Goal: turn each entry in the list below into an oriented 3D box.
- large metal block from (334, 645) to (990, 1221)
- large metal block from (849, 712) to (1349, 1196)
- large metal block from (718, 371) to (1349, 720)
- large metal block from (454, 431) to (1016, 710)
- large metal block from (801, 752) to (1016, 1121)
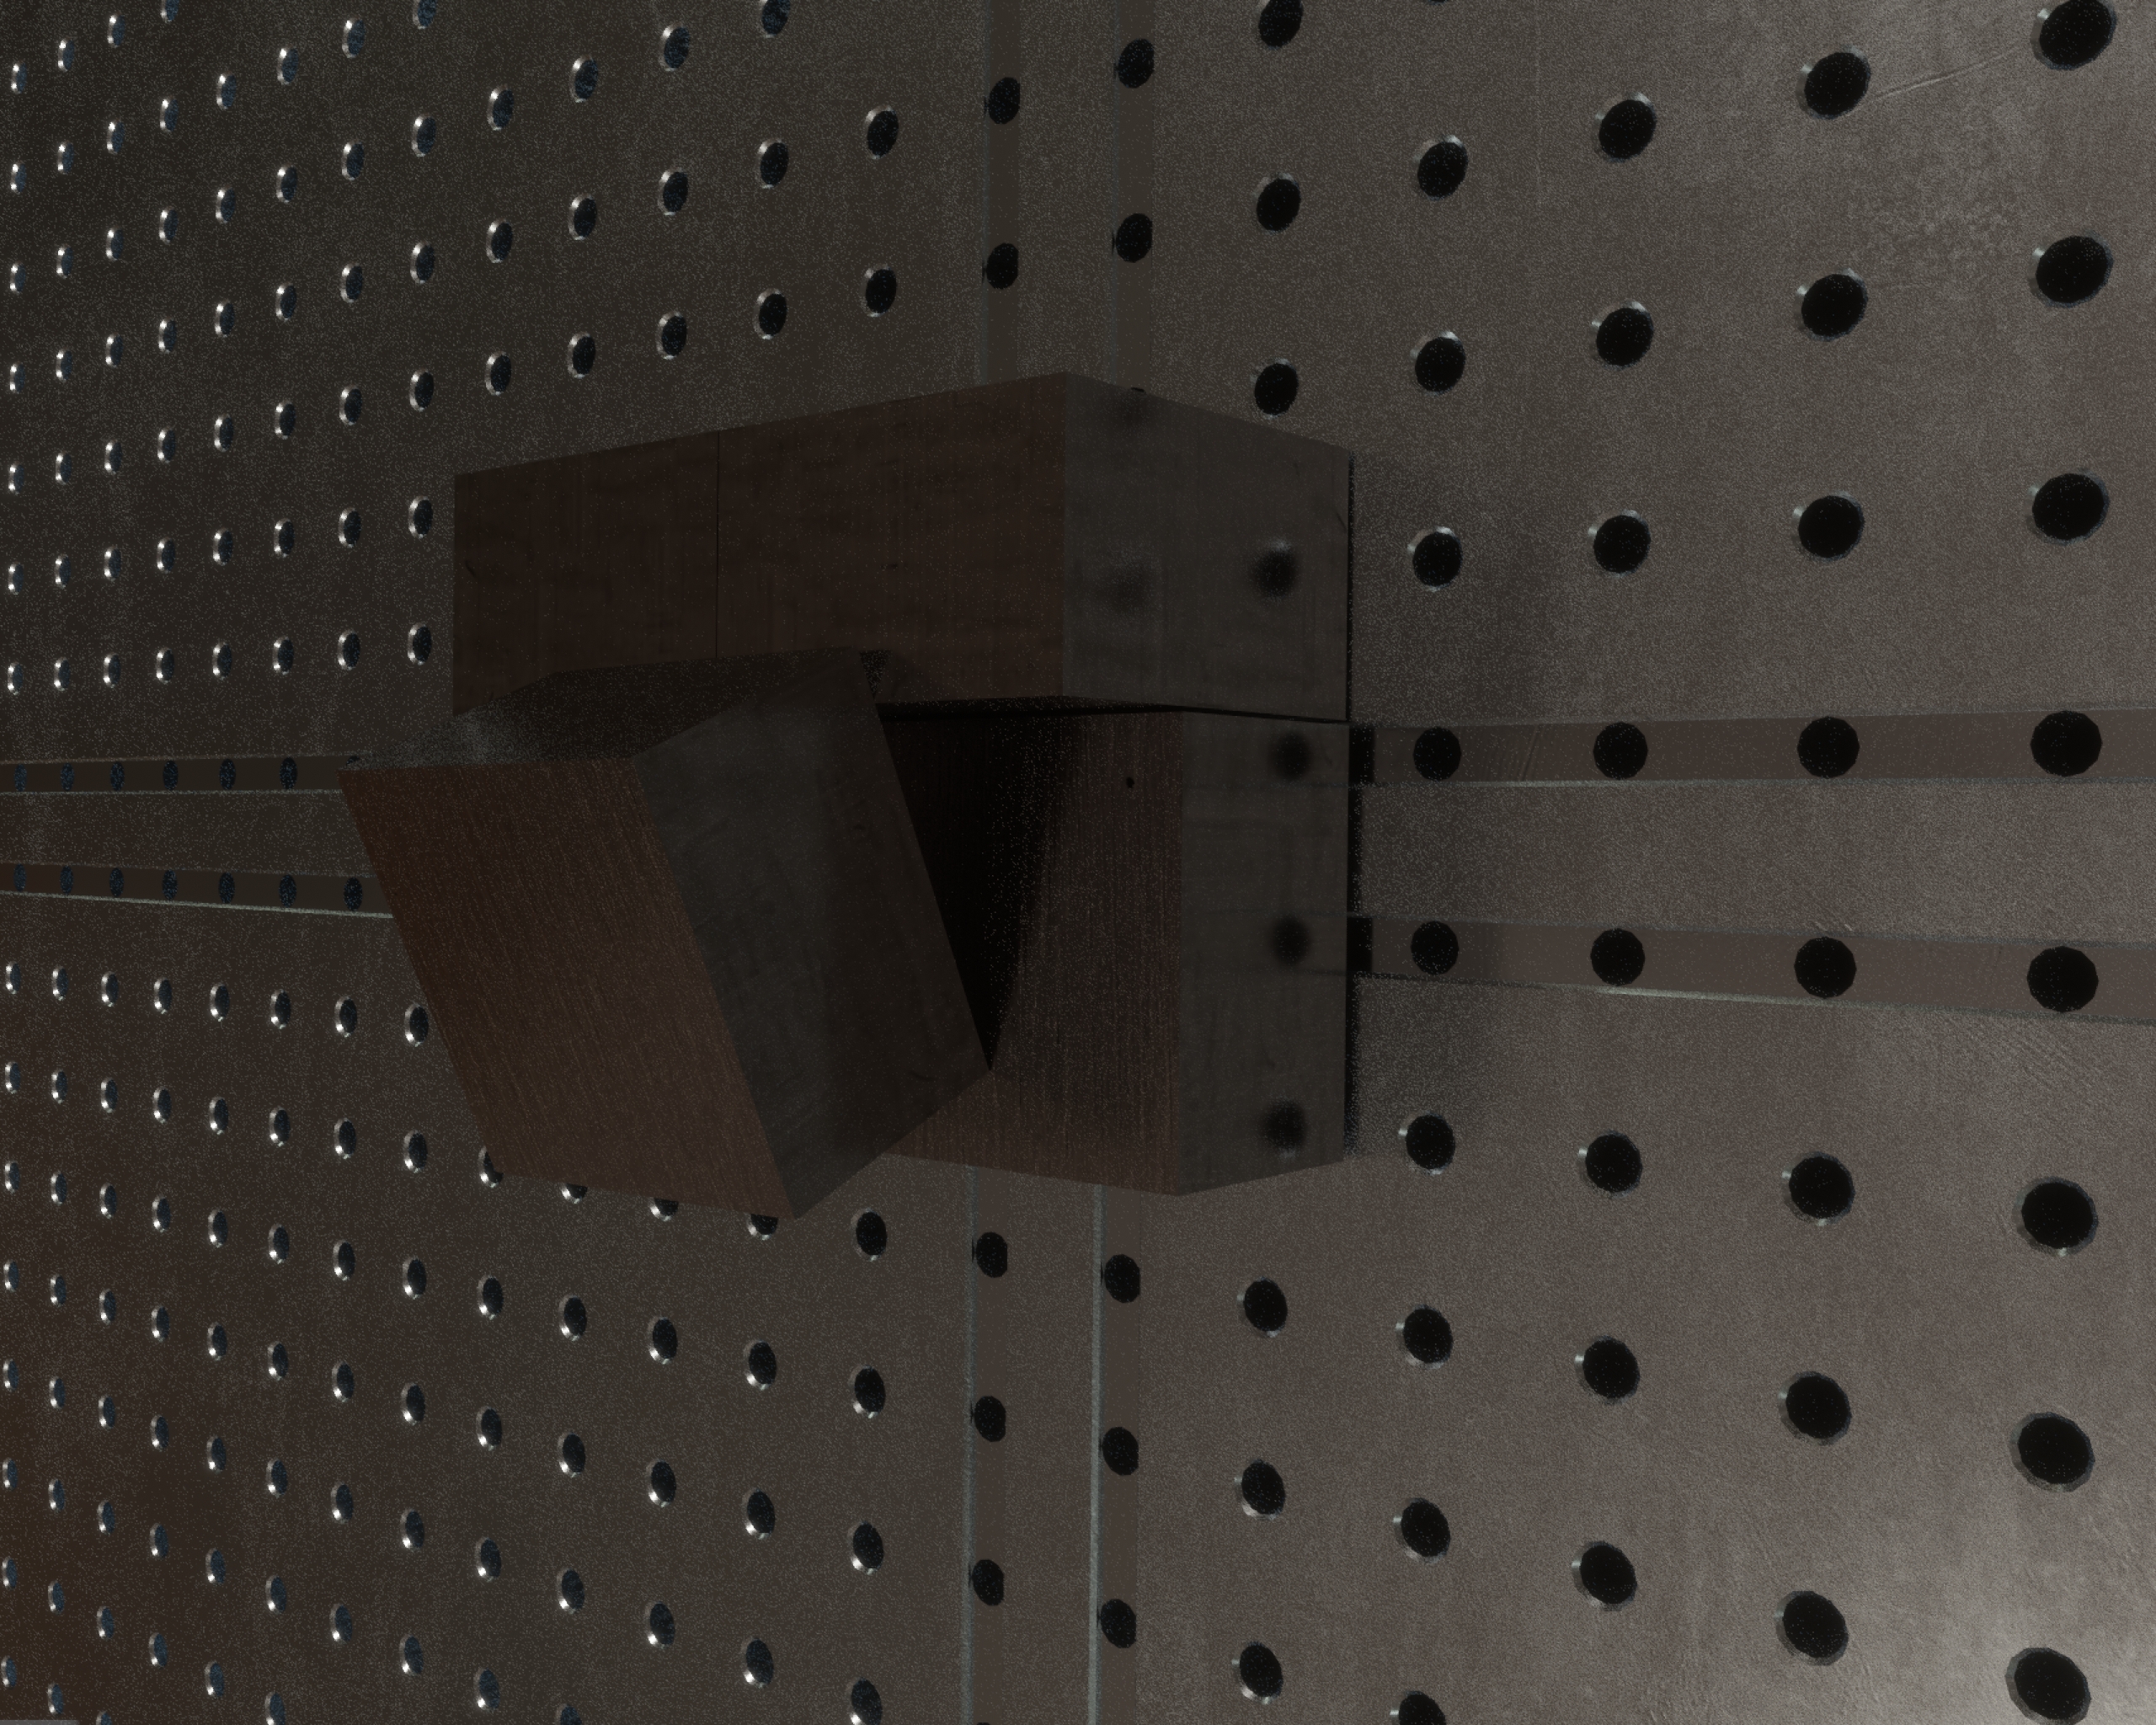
[{"bbox_3d":[-0.072,0.011,0.363,0.080,0.050,0.080,0,114,39],"label":"large metal block"},{"bbox_3d":[0.002,0.014,0.386,0.080,0.050,0.079,1,91,39],"label":"large metal block"},{"bbox_3d":[-0.007,-0.051,0.376,0.080,0.081,0.050,1,91,39],"label":"large metal block"},{"bbox_3d":[-0.069,-0.053,0.427,0.080,0.081,0.050,1,91,39],"label":"large metal block"},{"bbox_3d":[-0.060,0.012,0.438,0.080,0.050,0.079,1,91,39],"label":"large metal block"}]
